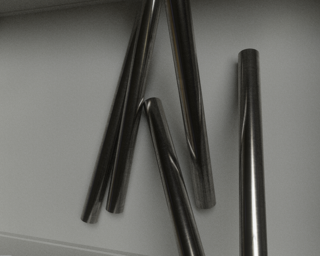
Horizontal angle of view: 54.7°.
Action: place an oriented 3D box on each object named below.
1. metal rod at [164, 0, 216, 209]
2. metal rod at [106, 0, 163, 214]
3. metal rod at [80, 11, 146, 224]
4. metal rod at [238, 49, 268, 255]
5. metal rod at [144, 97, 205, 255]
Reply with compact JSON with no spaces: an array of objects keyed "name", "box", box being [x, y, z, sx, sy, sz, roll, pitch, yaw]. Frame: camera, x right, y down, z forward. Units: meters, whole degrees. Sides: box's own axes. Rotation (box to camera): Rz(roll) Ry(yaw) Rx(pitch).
[{"name":"metal rod","box":[0.033,-0.041,0.337,0.025,0.025,0.298,-3,113,20]},{"name":"metal rod","box":[-0.035,-0.030,0.410,0.025,0.025,0.298,14,99,19]},{"name":"metal rod","box":[-0.060,-0.011,0.431,0.025,0.025,0.298,18,96,19]},{"name":"metal rod","box":[0.093,0.048,0.314,0.025,0.025,0.299,-3,65,20]},{"name":"metal rod","box":[0.021,0.087,0.332,0.025,0.025,0.299,-27,54,18]}]
